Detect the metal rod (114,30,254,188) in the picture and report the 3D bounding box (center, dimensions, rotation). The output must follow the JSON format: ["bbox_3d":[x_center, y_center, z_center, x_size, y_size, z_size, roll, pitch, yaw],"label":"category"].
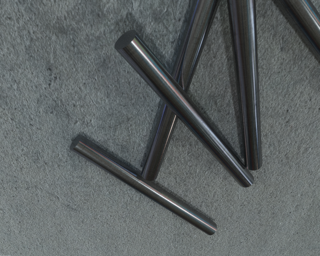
[{"bbox_3d":[0.050,-0.001,0.381,0.025,0.025,0.300,-27,133,21],"label":"metal rod"}]

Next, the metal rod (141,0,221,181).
[{"bbox_3d":[0.019,-0.041,0.372,0.025,0.025,0.298,10,130,-9],"label":"metal rod"}]

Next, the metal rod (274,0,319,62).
[{"bbox_3d":[0.131,-0.123,0.303,0.301,0.025,0.025,37,121,-27],"label":"metal rod"}]

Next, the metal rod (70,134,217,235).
[{"bbox_3d":[-0.011,0.101,0.492,0.025,0.025,0.301,-36,122,26],"label":"metal rod"}]

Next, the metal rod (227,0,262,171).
[{"bbox_3d":[0.099,-0.050,0.350,0.025,0.025,0.299,-11,134,9],"label":"metal rod"}]
